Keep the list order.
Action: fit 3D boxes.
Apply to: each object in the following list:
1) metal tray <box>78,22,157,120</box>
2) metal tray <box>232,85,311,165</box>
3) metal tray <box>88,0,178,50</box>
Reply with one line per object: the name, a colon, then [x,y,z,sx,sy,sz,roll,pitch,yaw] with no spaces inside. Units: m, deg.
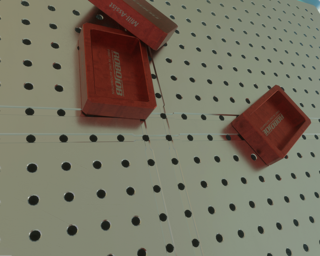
metal tray: [-0.060,-0.078,0.421,0.091,0.030,0.130,4,60,-26]
metal tray: [0.188,-0.009,0.514,0.131,0.030,0.090,-35,81,-39]
metal tray: [-0.040,-0.177,0.472,0.130,0.030,0.090,36,29,-4]
